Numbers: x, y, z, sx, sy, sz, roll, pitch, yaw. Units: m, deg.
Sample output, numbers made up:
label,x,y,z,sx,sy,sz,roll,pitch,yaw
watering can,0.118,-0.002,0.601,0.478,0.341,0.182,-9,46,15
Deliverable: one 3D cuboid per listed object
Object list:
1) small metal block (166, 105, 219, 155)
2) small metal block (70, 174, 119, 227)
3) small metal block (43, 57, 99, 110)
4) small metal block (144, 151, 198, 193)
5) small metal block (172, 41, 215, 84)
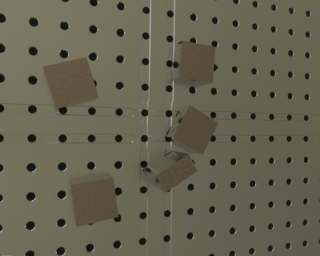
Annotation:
label,x,y,z,sx,sy,sz,roll,pitch,yaw
small metal block,0.045,0.003,0.429,0.050,0.025,0.050,31,80,-18
small metal block,-0.082,0.088,0.383,0.050,0.025,0.050,-8,93,-20
small metal block,-0.107,-0.053,0.373,0.050,0.025,0.050,-18,96,-19
small metal block,0.013,0.055,0.404,0.050,0.050,0.025,-31,101,-17
small metal block,0.047,-0.089,0.429,0.050,0.025,0.050,5,88,-20
